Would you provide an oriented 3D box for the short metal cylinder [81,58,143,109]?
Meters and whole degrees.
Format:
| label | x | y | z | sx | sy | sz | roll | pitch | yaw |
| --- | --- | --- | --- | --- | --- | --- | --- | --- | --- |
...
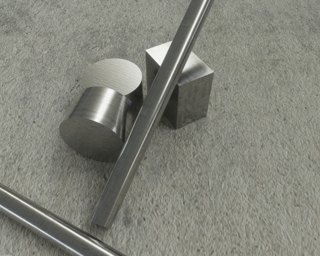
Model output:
| label | x | y | z | sx | sy | sz | roll | pitch | yaw |
| --- | --- | --- | --- | --- | --- | --- | --- | --- | --- |
| short metal cylinder | -0.064 | -0.052 | 0.430 | 0.081 | 0.050 | 0.080 | 0 | 50 | 0 |

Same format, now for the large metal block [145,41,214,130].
| label | x | y | z | sx | sy | sz | roll | pitch | yaw |
| --- | --- | --- | --- | --- | --- | --- | --- | --- | --- |
| large metal block | 0.023 | -0.059 | 0.417 | 0.050 | 0.080 | 0.080 | -24 | 54 | -19 |

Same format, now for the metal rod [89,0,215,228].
| label | x | y | z | sx | sy | sz | roll | pitch | yaw |
| --- | --- | --- | --- | --- | --- | --- | --- | --- | --- |
| metal rod | -0.001 | -0.036 | 0.347 | 0.025 | 0.025 | 0.299 | 21 | 80 | 17 |

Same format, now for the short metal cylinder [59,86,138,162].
| label | x | y | z | sx | sy | sz | roll | pitch | yaw |
| --- | --- | --- | --- | --- | --- | --- | --- | --- | --- |
| short metal cylinder | -0.071 | -0.003 | 0.369 | 0.080 | 0.080 | 0.050 | 11 | 51 | 9 |

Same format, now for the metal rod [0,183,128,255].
| label | x | y | z | sx | sy | sz | roll | pitch | yaw |
| --- | --- | --- | --- | --- | --- | --- | --- | --- | --- |
| metal rod | -0.083 | 0.113 | 0.307 | 0.301 | 0.025 | 0.025 | 23 | 54 | 18 |
